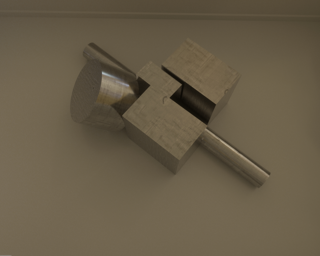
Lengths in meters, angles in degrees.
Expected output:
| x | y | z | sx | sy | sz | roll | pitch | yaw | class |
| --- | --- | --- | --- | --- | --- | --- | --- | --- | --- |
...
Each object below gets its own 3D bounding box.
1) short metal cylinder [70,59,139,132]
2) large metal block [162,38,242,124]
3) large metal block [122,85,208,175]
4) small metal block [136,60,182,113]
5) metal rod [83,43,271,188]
| x | y | z | sx | sy | sz | roll | pitch | yaw | class |
| --- | --- | --- | --- | --- | --- | --- | --- | --- | --- |
| -0.070 | -0.039 | 0.386 | 0.050 | 0.080 | 0.080 | 17 | 65 | -37 | short metal cylinder |
| 0.049 | -0.055 | 0.401 | 0.080 | 0.080 | 0.050 | 38 | 74 | 12 | large metal block |
| 0.005 | 0.005 | 0.378 | 0.080 | 0.080 | 0.050 | 37 | 74 | 12 | large metal block |
| -0.001 | -0.049 | 0.388 | 0.050 | 0.050 | 0.025 | 39 | 75 | 12 | small metal block |
| 0.014 | -0.024 | 0.418 | 0.300 | 0.025 | 0.025 | 37 | 74 | 12 | metal rod |
